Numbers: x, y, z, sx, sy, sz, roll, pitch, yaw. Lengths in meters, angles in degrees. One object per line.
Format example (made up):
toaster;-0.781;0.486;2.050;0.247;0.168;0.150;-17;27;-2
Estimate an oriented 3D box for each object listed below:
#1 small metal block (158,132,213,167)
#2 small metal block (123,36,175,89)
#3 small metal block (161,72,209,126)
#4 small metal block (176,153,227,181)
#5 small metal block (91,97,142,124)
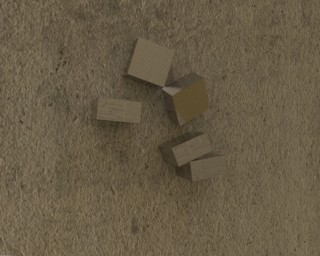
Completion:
small metal block;0.032;0.026;0.407;0.050;0.050;0.025;-23;98;-19
small metal block;-0.015;-0.083;0.403;0.050;0.025;0.050;18;84;-19
small metal block;0.034;-0.038;0.410;0.050;0.025;0.050;-31;131;-17
small metal block;0.054;0.051;0.415;0.050;0.050;0.025;-8;93;-20
small metal block;-0.054;-0.020;0.376;0.050;0.050;0.025;6;88;-20
